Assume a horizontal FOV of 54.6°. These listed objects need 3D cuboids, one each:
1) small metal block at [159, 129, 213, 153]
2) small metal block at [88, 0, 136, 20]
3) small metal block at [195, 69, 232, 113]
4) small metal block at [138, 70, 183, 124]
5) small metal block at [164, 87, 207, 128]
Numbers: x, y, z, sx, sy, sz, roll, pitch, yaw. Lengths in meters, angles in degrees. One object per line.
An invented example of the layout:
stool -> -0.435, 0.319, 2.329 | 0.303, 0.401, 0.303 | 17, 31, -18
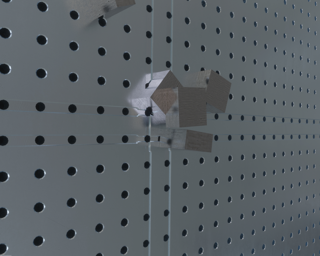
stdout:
small metal block -> 0.035, 0.017, 0.421 | 0.050, 0.050, 0.025 | 10, 84, -40
small metal block -> -0.059, -0.153, 0.343 | 0.025, 0.050, 0.050 | -28, 108, -36
small metal block -> 0.079, -0.055, 0.474 | 0.050, 0.025, 0.050 | 24, 75, -37
small metal block -> 0.007, -0.041, 0.414 | 0.050, 0.025, 0.050 | 48, 62, -29
small metal block -> 0.034, -0.027, 0.404 | 0.050, 0.025, 0.050 | -4, 93, -40
